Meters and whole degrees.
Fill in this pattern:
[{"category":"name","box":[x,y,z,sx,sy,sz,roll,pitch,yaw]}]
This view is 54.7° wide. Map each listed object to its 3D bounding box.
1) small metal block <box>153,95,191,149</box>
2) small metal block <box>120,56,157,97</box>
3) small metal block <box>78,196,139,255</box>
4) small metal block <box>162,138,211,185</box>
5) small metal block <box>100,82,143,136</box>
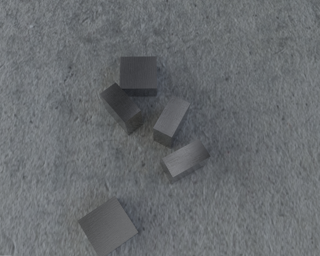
[{"category":"small metal block","box":[0.015,-0.007,0.398,0.025,0.050,0.050,27,72,9]},{"category":"small metal block","box":[-0.029,-0.072,0.434,0.050,0.025,0.050,-1,70,-1]},{"category":"small metal block","box":[-0.060,0.117,0.365,0.050,0.025,0.050,-33,74,-12]},{"category":"small metal block","box":[0.030,0.042,0.380,0.050,0.050,0.025,-28,73,-10]},{"category":"small metal block","box":[-0.049,-0.024,0.403,0.025,0.050,0.050,-39,75,-13]}]
